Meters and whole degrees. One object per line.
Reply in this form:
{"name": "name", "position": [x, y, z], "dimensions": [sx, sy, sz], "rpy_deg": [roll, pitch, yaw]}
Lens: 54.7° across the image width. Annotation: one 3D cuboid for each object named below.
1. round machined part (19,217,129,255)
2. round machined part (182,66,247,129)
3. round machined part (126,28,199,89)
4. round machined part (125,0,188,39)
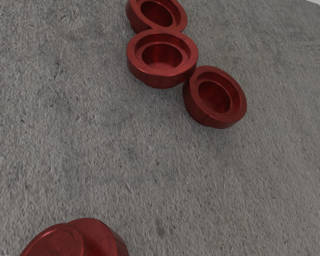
{"name": "round machined part", "position": [-0.076, 0.115, 0.243], "dimensions": [0.042, 0.098, 0.098], "rpy_deg": [55, 40, -38]}
{"name": "round machined part", "position": [0.076, -0.041, 0.458], "dimensions": [0.099, 0.042, 0.098], "rpy_deg": [14, 56, -21]}
{"name": "round machined part", "position": [0.002, -0.093, 0.437], "dimensions": [0.099, 0.042, 0.098], "rpy_deg": [2, 54, -3]}
{"name": "round machined part", "position": [-0.009, -0.174, 0.494], "dimensions": [0.099, 0.042, 0.098], "rpy_deg": [14, 56, -21]}
